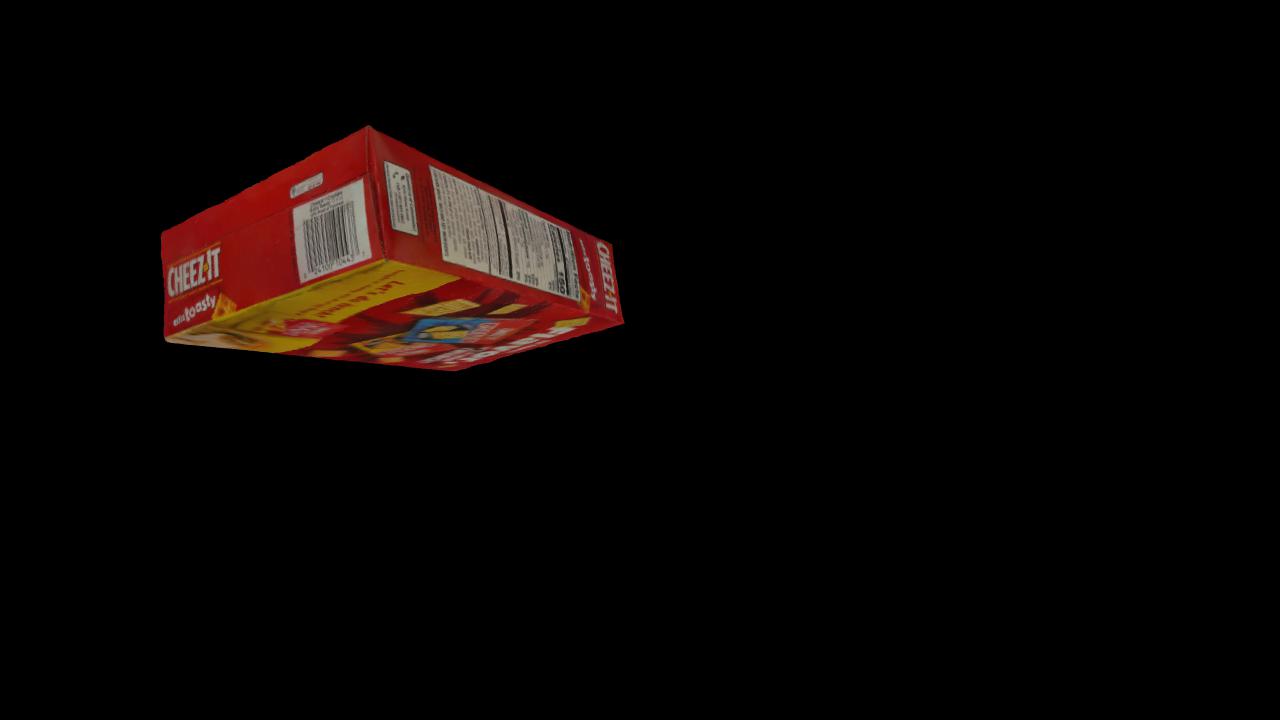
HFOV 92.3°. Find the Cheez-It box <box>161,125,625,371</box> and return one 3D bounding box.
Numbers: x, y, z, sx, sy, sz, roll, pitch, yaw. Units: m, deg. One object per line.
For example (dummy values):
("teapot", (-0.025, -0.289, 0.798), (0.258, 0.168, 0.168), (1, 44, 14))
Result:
("Cheez-It box", (-0.133, -0.046, 0.386), (0.166, 0.071, 0.223), (-13, -10, 25))
